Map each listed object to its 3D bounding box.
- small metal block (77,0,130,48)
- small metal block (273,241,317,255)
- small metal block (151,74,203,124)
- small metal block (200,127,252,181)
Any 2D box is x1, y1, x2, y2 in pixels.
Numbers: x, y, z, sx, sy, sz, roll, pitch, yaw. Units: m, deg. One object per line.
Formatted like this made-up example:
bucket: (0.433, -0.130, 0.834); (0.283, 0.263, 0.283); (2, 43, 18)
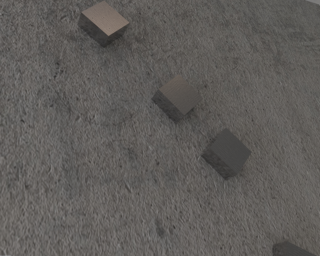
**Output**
small metal block: (-0.082, -0.152, 0.452); (0.050, 0.025, 0.050); (41, 51, 0)
small metal block: (0.169, 0.177, 0.386); (0.050, 0.025, 0.050); (28, 52, -11)
small metal block: (0.025, -0.042, 0.442); (0.050, 0.025, 0.050); (46, 51, 3)
small metal block: (0.092, 0.036, 0.431); (0.050, 0.025, 0.050); (44, 51, 2)
